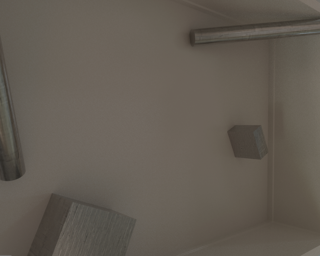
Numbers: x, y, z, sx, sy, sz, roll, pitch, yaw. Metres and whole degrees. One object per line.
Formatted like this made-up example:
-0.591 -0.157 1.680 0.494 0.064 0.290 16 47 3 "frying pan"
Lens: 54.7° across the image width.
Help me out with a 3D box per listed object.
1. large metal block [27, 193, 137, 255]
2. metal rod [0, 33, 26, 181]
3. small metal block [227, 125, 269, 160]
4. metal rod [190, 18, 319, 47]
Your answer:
-0.082 0.121 0.323 0.080 0.050 0.080 29 72 -37 "large metal block"
-0.128 -0.084 0.214 0.025 0.025 0.298 -23 132 -38 "metal rod"
0.146 0.023 0.516 0.025 0.050 0.050 -33 111 -35 "small metal block"
0.193 -0.153 0.482 0.302 0.025 0.025 -9 97 -12 "metal rod"
